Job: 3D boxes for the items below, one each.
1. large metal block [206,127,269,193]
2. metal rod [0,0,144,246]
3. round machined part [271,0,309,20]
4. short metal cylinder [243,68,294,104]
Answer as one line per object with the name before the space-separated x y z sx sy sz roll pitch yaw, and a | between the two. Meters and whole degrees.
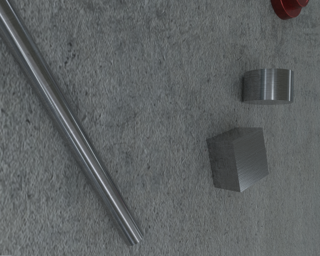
large metal block | 0.126 0.047 0.497 0.081 0.050 0.079 -18 102 -39
metal rod | -0.091 0.008 0.329 0.025 0.025 0.299 -39 114 -33
round machined part | 0.263 -0.271 0.618 0.099 0.042 0.097 0 90 -40
short metal cylinder | 0.184 -0.068 0.526 0.081 0.080 0.050 3 88 -40
